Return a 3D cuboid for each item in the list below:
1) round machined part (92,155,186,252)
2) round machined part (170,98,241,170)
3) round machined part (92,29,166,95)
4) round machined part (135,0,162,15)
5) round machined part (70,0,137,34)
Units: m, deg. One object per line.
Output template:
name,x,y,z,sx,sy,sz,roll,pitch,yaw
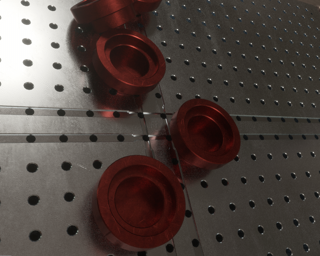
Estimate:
round machined part,-0.025,0.082,0.335,0.099,0.042,0.098,14,56,-21
round machined part,0.057,0.012,0.423,0.099,0.042,0.098,14,56,-21
round machined part,-0.045,-0.086,0.427,0.099,0.042,0.098,14,56,-21
round machined part,-0.045,-0.228,0.514,0.099,0.042,0.098,14,56,-21
round machined part,-0.072,-0.168,0.439,0.098,0.098,0.042,-52,131,-39
